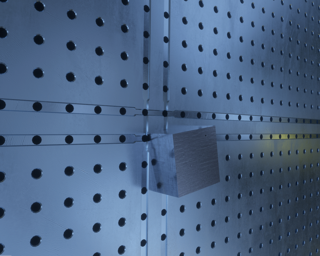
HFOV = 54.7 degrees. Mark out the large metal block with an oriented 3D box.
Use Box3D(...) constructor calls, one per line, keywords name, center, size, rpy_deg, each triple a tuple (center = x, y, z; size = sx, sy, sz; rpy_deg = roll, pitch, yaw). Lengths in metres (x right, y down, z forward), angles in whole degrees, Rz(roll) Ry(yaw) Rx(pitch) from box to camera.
Box3D(name="large metal block", center=(0.034, 0.041, 0.423), size=(0.081, 0.050, 0.079), rpy_deg=(-10, 97, -40))
